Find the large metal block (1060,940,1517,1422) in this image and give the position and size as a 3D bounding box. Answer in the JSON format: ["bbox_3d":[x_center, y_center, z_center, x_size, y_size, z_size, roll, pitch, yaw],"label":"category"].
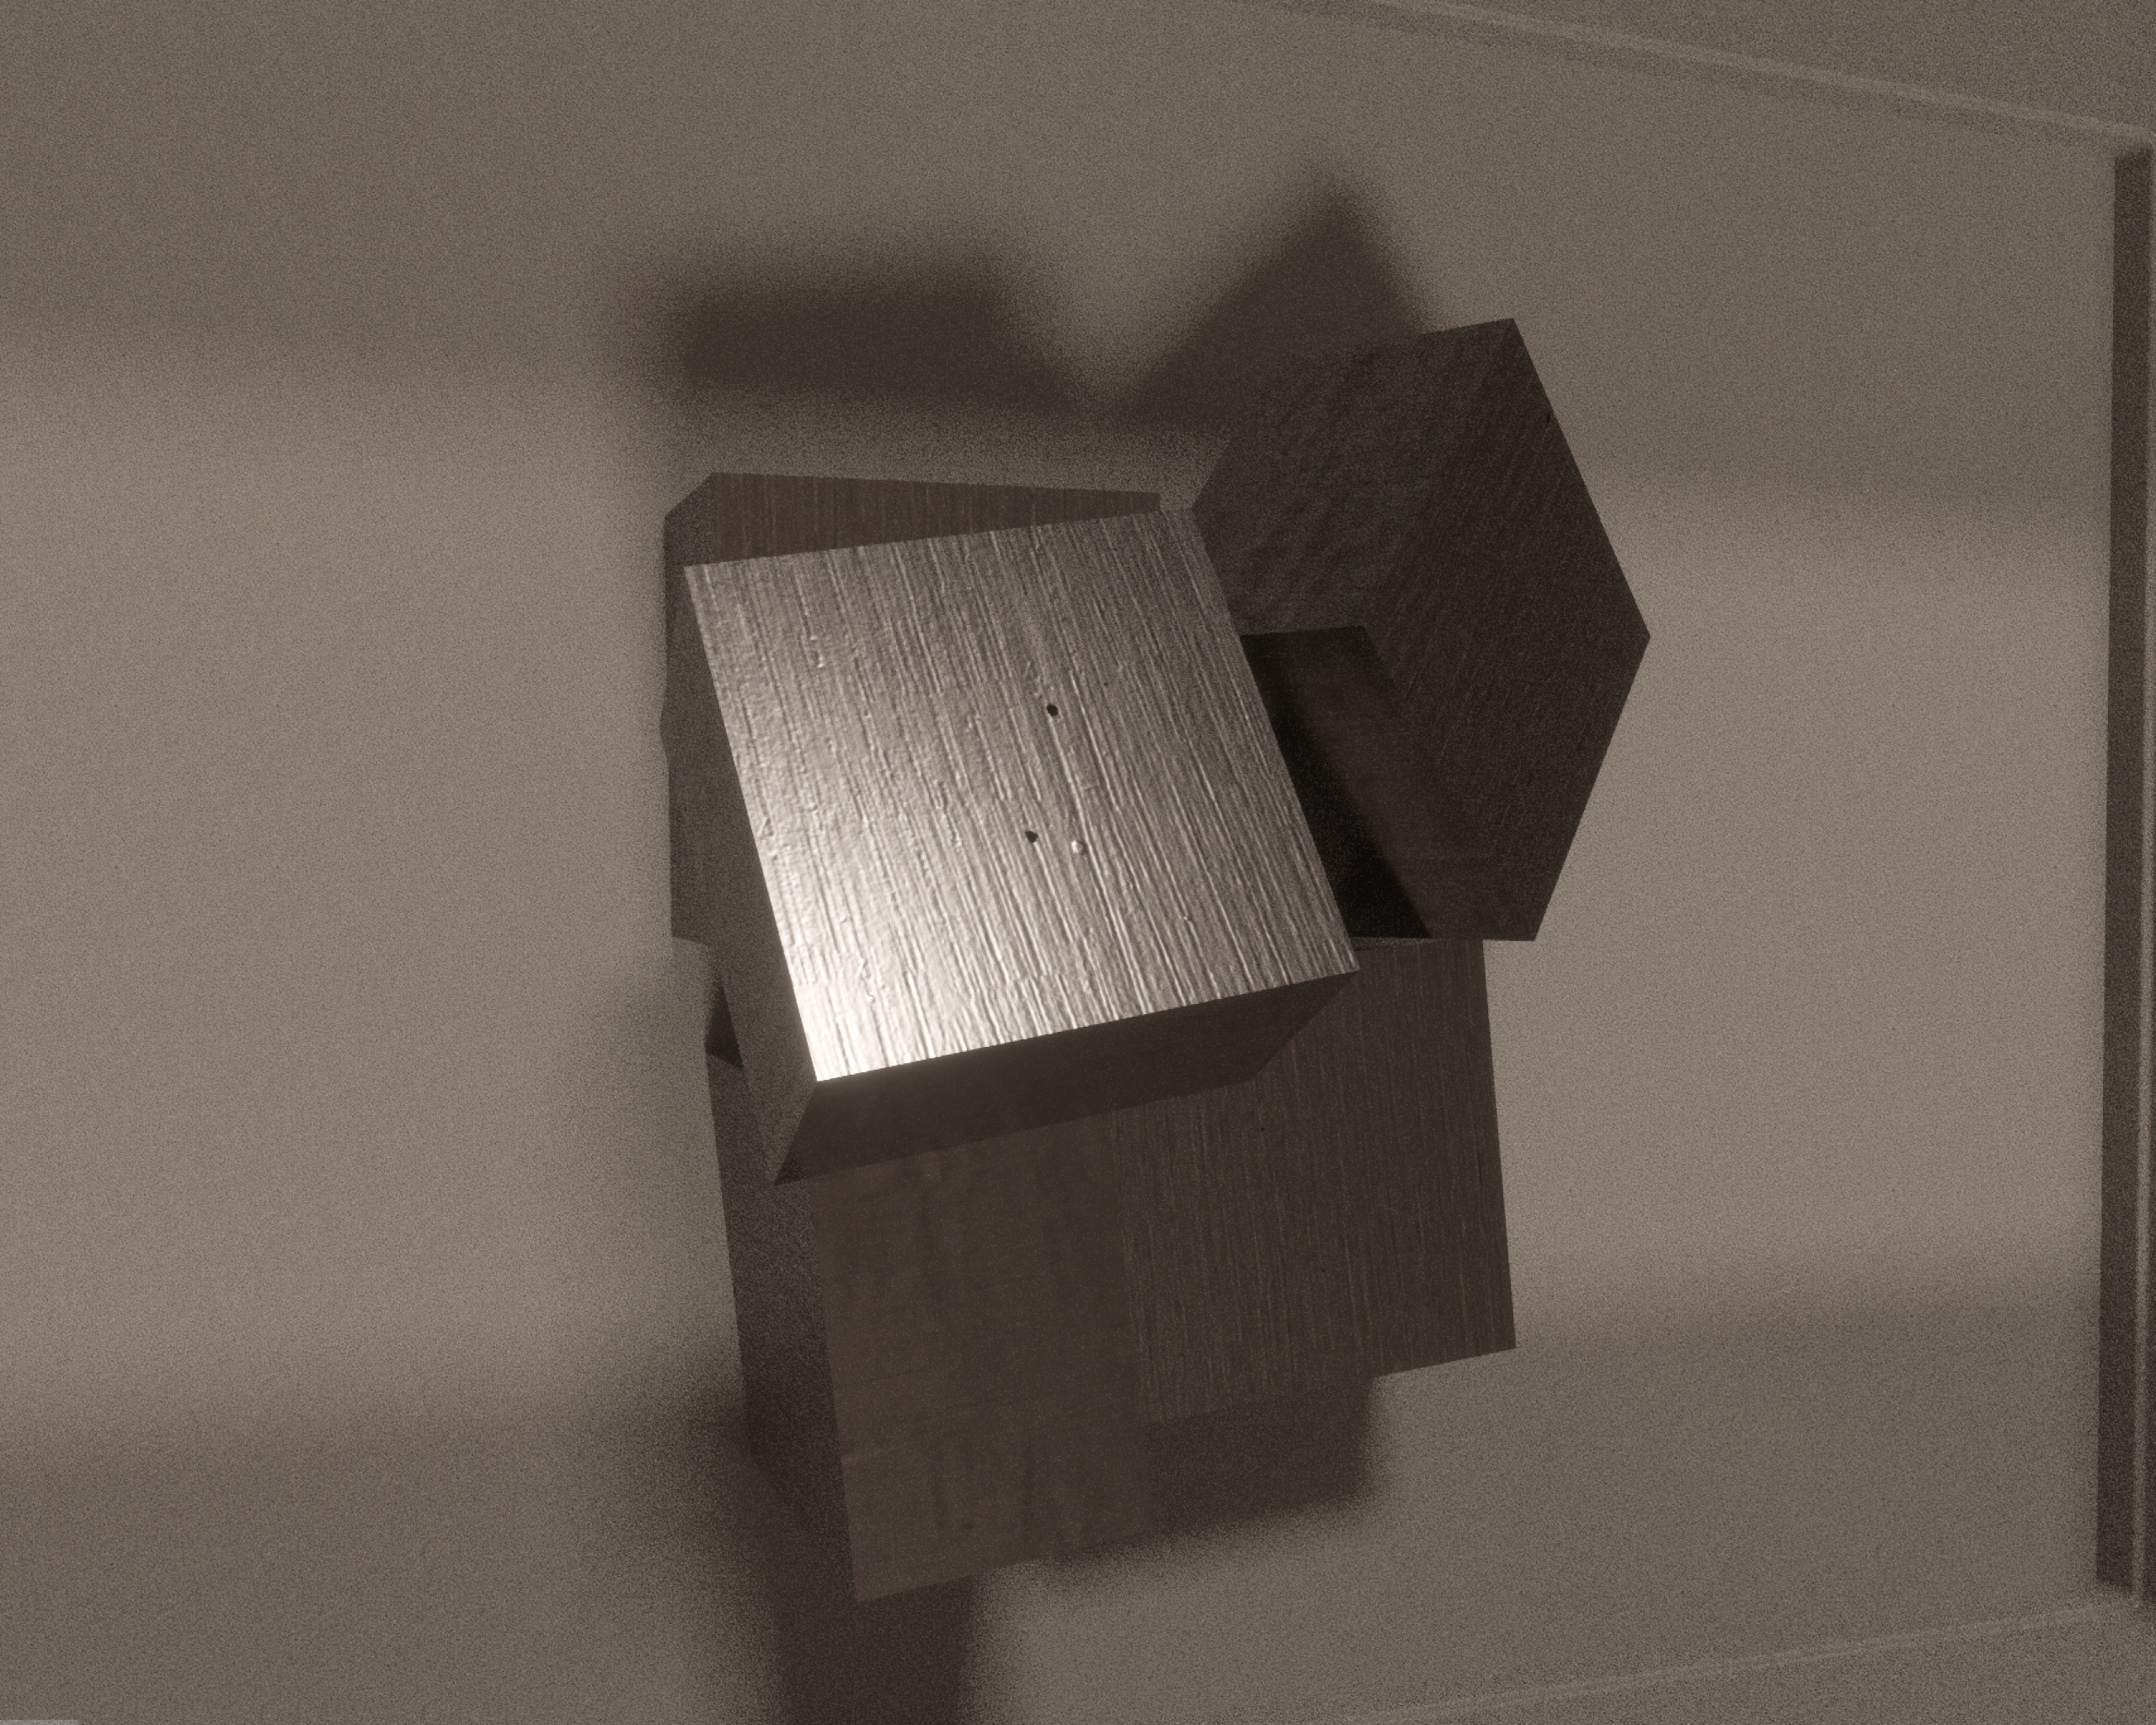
[{"bbox_3d":[0.034,0.057,0.407,0.081,0.050,0.079,-6,92,-20],"label":"large metal block"}]

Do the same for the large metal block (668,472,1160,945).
[{"bbox_3d":[-0.031,-0.026,0.385,0.081,0.050,0.079,-1,91,-20],"label":"large metal block"}]

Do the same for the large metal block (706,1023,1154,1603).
[{"bbox_3d":[-0.029,0.073,0.370,0.050,0.080,0.079,-7,93,-20],"label":"large metal block"}]

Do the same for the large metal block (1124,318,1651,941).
[{"bbox_3d":[0.061,-0.042,0.392,0.080,0.050,0.080,55,50,-36],"label":"large metal block"}]

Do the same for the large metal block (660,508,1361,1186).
[{"bbox_3d":[-0.014,-0.003,0.322,0.081,0.050,0.080,-10,68,-20],"label":"large metal block"}]
